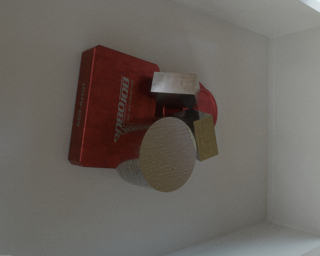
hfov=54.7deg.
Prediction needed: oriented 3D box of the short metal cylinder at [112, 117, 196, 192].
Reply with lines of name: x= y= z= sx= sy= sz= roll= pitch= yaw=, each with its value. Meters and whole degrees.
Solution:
short metal cylinder: x=-0.005 y=0.028 z=0.347 sx=0.081 sy=0.050 sz=0.079 roll=0 pitch=90 yaw=-40

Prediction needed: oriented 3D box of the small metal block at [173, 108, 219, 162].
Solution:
small metal block: x=0.043 y=0.007 z=0.375 sx=0.025 sy=0.050 sz=0.050 roll=-19 pitch=110 yaw=-20

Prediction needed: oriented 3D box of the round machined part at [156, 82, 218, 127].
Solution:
round machined part: x=0.043 y=-0.021 z=0.431 sx=0.099 sy=0.042 sz=0.097 roll=0 pitch=90 yaw=-40

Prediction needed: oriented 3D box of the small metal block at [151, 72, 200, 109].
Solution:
small metal block: x=0.021 y=-0.045 z=0.374 sx=0.050 sy=0.050 sz=0.025 roll=54 pitch=43 yaw=-71

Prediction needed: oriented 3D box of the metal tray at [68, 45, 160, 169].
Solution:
metal tray: x=-0.050 y=-0.019 z=0.358 sx=0.091 sy=0.030 sz=0.129 roll=10 pitch=84 yaw=-40
